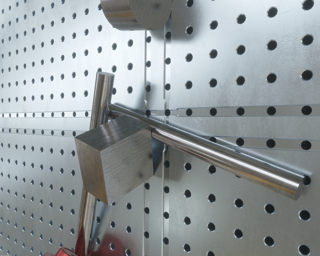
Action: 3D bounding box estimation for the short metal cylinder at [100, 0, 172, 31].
[{"bbox_3d":[-0.029,-0.166,0.395,0.050,0.081,0.079,13,98,39],"label":"short metal cylinder"}]

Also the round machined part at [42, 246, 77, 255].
[{"bbox_3d":[-0.141,0.224,0.488,0.098,0.098,0.042,20,67,38],"label":"round machined part"}]

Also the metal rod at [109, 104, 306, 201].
[{"bbox_3d":[0.024,0.014,0.387,0.300,0.025,0.025,22,104,37],"label":"metal rod"}]

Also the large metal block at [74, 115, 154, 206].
[{"bbox_3d":[-0.056,0.039,0.402,0.050,0.081,0.079,22,126,37],"label":"large metal block"}]

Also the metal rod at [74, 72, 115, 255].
[{"bbox_3d":[-0.102,0.065,0.469,0.025,0.025,0.298,24,112,37],"label":"metal rod"}]
